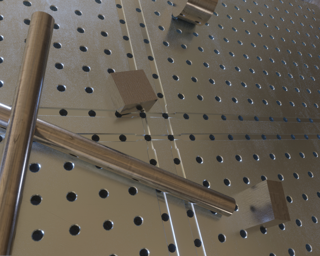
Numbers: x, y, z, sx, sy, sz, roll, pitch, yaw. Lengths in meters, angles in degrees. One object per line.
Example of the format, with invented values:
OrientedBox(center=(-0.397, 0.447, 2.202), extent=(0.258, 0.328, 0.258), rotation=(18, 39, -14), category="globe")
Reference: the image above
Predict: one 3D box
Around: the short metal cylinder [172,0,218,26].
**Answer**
OrientedBox(center=(0.062, -0.227, 0.545), extent=(0.050, 0.080, 0.080), rotation=(13, 56, -21), category="short metal cylinder")

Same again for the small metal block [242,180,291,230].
OrientedBox(center=(0.137, 0.101, 0.404), extent=(0.025, 0.050, 0.050), rotation=(12, 57, -22), category="small metal block")

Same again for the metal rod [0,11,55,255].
OrientedBox(center=(-0.136, 0.013, 0.298), extent=(0.025, 0.025, 0.299), rotation=(11, 66, -23), category="metal rod")

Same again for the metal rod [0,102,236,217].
OrientedBox(center=(-0.045, 0.041, 0.358), extent=(0.302, 0.025, 0.025), rotation=(24, 53, -14), category="metal rod")

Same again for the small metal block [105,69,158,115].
OrientedBox(center=(-0.039, -0.049, 0.417), extent=(0.050, 0.025, 0.050), rotation=(-14, 69, -34), category="small metal block")
